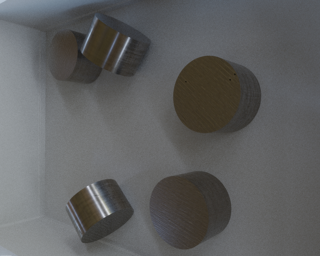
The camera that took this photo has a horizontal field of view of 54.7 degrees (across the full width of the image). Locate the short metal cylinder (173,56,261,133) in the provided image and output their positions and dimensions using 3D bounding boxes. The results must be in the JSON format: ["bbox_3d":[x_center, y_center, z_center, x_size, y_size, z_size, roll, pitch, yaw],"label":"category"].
[{"bbox_3d":[0.062,-0.035,0.338,0.080,0.050,0.079,0,90,39],"label":"short metal cylinder"}]

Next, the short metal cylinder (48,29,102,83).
[{"bbox_3d":[-0.136,-0.114,0.500,0.080,0.050,0.079,0,90,39],"label":"short metal cylinder"}]

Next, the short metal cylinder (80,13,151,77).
[{"bbox_3d":[-0.059,-0.112,0.418,0.080,0.081,0.050,44,117,30],"label":"short metal cylinder"}]

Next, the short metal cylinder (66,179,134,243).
[{"bbox_3d":[-0.085,0.117,0.438,0.080,0.081,0.050,-52,60,27],"label":"short metal cylinder"}]

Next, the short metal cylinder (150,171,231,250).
[{"bbox_3d":[0.035,0.093,0.360,0.080,0.050,0.079,0,90,39],"label":"short metal cylinder"}]
